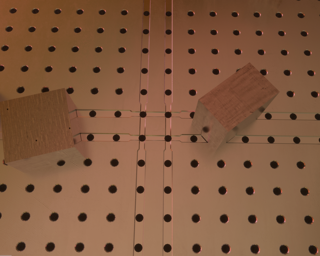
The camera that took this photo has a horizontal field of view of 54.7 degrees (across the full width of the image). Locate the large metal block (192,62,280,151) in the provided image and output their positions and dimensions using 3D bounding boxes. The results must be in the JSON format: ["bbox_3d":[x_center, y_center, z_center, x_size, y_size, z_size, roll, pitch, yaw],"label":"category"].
[{"bbox_3d":[0.091,-0.024,0.392,0.080,0.080,0.050,-36,74,-12],"label":"large metal block"}]

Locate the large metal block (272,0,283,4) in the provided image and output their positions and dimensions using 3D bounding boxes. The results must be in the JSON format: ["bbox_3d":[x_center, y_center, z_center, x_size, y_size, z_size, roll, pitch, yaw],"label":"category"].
[{"bbox_3d":[0.192,-0.259,0.479,0.050,0.080,0.080,26,72,9],"label":"large metal block"}]

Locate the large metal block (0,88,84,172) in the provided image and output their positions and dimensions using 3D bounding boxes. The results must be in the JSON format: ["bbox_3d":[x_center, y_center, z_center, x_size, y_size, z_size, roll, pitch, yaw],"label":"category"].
[{"bbox_3d":[-0.149,0.003,0.395,0.081,0.050,0.080,-13,71,-5],"label":"large metal block"}]
